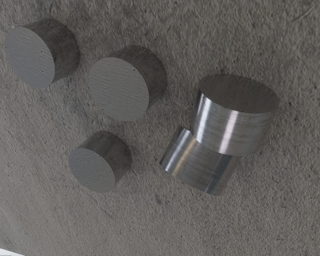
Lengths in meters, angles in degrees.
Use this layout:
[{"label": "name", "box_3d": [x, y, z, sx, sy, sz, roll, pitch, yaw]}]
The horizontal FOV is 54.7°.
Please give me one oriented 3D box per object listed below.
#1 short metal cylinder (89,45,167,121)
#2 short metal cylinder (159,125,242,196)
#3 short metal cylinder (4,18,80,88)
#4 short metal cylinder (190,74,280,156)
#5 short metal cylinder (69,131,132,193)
[{"label": "short metal cylinder", "box_3d": [-0.038, -0.055, 0.377, 0.080, 0.050, 0.079, 13, 124, 21]}, {"label": "short metal cylinder", "box_3d": [0.046, 0.036, 0.360, 0.080, 0.080, 0.050, 27, 94, 11]}, {"label": "short metal cylinder", "box_3d": [-0.155, -0.099, 0.411, 0.080, 0.050, 0.079, 13, 124, 21]}, {"label": "short metal cylinder", "box_3d": [0.075, -0.016, 0.322, 0.080, 0.080, 0.050, 21, 126, 16]}, {"label": "short metal cylinder", "box_3d": [-0.089, 0.051, 0.470, 0.080, 0.050, 0.079, 13, 124, 21]}]
